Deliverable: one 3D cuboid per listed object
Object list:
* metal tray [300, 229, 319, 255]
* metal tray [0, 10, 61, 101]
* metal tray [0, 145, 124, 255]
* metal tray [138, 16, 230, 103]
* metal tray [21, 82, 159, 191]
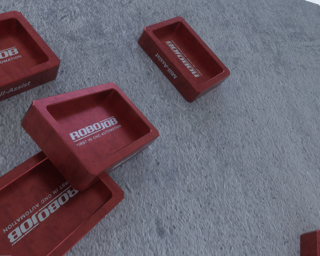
[{"bbox_3d":[0.224,0.209,0.393,0.090,0.030,0.130,28,52,-11],"label":"metal tray"},{"bbox_3d":[-0.192,-0.075,0.342,0.131,0.030,0.090,-34,81,-38],"label":"metal tray"},{"bbox_3d":[-0.110,0.076,0.294,0.090,0.030,0.131,47,51,4],"label":"metal tray"},{"bbox_3d":[0.039,-0.111,0.488,0.091,0.030,0.130,-33,80,-38],"label":"metal tray"},{"bbox_3d":[-0.066,0.001,0.334,0.090,0.030,0.131,48,31,7],"label":"metal tray"}]
